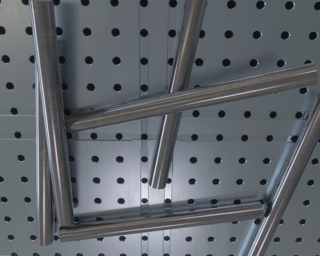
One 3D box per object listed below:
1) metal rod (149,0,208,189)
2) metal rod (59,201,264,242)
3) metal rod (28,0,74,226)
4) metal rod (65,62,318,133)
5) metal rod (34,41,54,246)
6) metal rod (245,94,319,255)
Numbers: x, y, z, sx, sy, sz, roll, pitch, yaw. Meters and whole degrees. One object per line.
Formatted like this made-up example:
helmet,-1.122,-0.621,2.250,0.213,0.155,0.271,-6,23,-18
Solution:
metal rod,0.024,-0.057,0.392,0.025,0.025,0.298,10,110,-4
metal rod,0.000,0.141,0.465,0.301,0.025,0.025,-8,110,2
metal rod,-0.132,-0.001,0.392,0.025,0.025,0.298,2,115,-1
metal rod,0.023,-0.032,0.372,0.301,0.025,0.025,-11,110,15
metal rod,-0.157,0.033,0.424,0.025,0.025,0.298,7,110,-3
metal rod,0.178,0.096,0.449,0.025,0.025,0.298,14,110,-5
